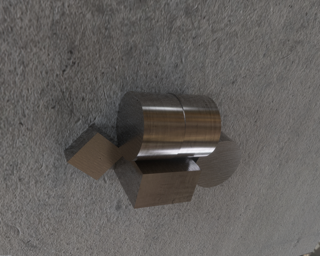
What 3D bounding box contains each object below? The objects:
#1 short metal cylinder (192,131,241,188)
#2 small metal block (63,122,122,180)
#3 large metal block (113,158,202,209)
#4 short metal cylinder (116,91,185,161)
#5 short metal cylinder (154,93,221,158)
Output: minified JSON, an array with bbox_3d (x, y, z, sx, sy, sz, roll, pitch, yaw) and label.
[{"bbox_3d":[0.071,0.040,0.456,0.081,0.050,0.079,-14,124,-21],"label":"short metal cylinder"},{"bbox_3d":[-0.081,0.030,0.383,0.050,0.025,0.050,-44,129,2],"label":"small metal block"},{"bbox_3d":[-0.006,0.054,0.404,0.081,0.080,0.050,1,118,-29],"label":"large metal block"},{"bbox_3d":[-0.013,-0.002,0.365,0.050,0.080,0.079,1,118,-29],"label":"short metal cylinder"},{"bbox_3d":[0.031,-0.003,0.388,0.050,0.080,0.079,1,118,-29],"label":"short metal cylinder"}]
